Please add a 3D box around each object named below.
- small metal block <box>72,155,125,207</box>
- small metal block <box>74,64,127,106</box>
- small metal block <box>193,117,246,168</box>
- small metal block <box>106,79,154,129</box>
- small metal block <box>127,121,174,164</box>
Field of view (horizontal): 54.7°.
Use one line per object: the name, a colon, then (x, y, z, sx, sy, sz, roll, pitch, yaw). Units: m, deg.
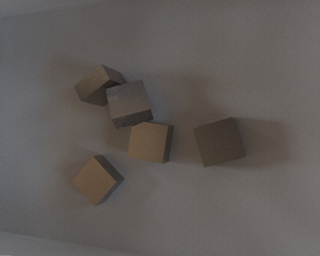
small metal block: (-0.088, 0.074, 0.441, 0.050, 0.025, 0.050, 44, 104, 14)
small metal block: (-0.079, -0.057, 0.424, 0.050, 0.050, 0.025, -34, 74, 17)
small metal block: (0.074, 0.018, 0.384, 0.050, 0.025, 0.050, -18, 84, 19)
small metal block: (-0.040, -0.031, 0.406, 0.050, 0.025, 0.050, -15, 59, -1)
small metal block: (-0.012, 0.018, 0.415, 0.050, 0.025, 0.050, 9, 93, 19)
